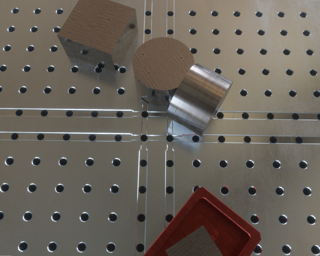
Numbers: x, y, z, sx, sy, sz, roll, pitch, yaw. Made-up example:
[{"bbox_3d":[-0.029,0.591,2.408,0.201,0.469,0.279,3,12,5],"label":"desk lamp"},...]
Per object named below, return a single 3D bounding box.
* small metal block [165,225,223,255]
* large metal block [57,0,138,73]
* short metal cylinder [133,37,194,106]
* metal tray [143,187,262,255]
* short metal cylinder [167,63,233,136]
[{"bbox_3d":[0.040,0.145,0.345,0.050,0.025,0.050,-30,73,-11],"label":"small metal block"},{"bbox_3d":[-0.086,-0.137,0.448,0.080,0.050,0.080,21,71,7],"label":"large metal block"},{"bbox_3d":[0.005,-0.077,0.426,0.081,0.050,0.080,0,70,0],"label":"short metal cylinder"},{"bbox_3d":[0.041,0.146,0.355,0.090,0.030,0.130,39,74,13],"label":"metal tray"},{"bbox_3d":[0.051,-0.036,0.396,0.050,0.080,0.080,30,73,10],"label":"short metal cylinder"}]
